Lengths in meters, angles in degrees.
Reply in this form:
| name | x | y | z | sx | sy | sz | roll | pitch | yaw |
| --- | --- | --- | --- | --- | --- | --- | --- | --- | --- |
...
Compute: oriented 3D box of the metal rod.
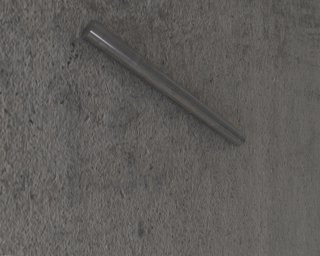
| name | x | y | z | sx | sy | sz | roll | pitch | yaw |
| --- | --- | --- | --- | --- | --- | --- | --- | --- | --- |
| metal rod | 0.026 | -0.044 | 0.425 | 0.301 | 0.025 | 0.025 | 31 | 71 | -36 |
